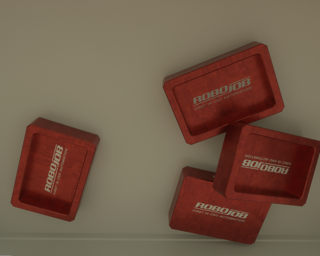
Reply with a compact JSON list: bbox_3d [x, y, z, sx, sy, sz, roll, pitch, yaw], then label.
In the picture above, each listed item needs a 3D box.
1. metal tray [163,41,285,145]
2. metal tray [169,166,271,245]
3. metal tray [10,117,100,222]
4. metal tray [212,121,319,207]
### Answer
[{"bbox_3d":[0.079,-0.043,0.393,0.130,0.030,0.090,-21,109,7],"label":"metal tray"},{"bbox_3d":[0.086,0.114,0.451,0.131,0.030,0.089,13,110,-5],"label":"metal tray"},{"bbox_3d":[-0.145,0.060,0.429,0.091,0.030,0.129,18,109,-7],"label":"metal tray"},{"bbox_3d":[0.138,0.047,0.394,0.131,0.030,0.089,11,95,-24],"label":"metal tray"}]
